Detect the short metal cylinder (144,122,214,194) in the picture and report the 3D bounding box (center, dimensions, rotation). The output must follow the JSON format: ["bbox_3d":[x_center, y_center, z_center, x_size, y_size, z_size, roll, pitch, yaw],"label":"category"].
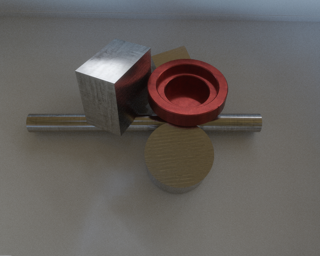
[{"bbox_3d":[0.022,0.037,0.380,0.081,0.050,0.080,0,70,0],"label":"short metal cylinder"}]

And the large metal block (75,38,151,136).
[{"bbox_3d":[-0.052,-0.051,0.381,0.050,0.079,0.080,20,48,18],"label":"large metal block"}]

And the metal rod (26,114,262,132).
[{"bbox_3d":[-0.019,-0.007,0.409,0.302,0.025,0.025,0,70,-1],"label":"metal rod"}]

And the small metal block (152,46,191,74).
[{"bbox_3d":[0.020,-0.083,0.439,0.050,0.025,0.050,-20,71,-8],"label":"small metal block"}]

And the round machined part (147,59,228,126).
[{"bbox_3d":[0.034,-0.040,0.394,0.099,0.042,0.098,0,52,0],"label":"round machined part"}]
